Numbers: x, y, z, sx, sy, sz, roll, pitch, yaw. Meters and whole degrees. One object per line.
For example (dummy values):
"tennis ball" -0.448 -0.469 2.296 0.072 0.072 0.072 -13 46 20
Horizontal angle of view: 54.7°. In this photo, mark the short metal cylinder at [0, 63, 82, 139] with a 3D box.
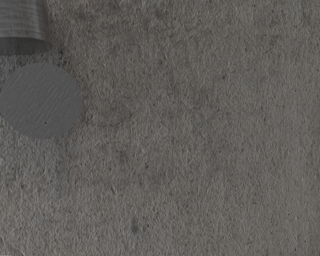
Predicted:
"short metal cylinder" -0.131 -0.028 0.347 0.081 0.050 0.080 0 90 -20

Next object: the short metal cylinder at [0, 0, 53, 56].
"short metal cylinder" -0.157 -0.109 0.322 0.081 0.080 0.050 -7 93 -20
